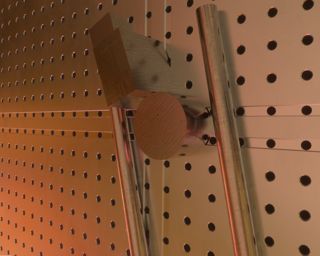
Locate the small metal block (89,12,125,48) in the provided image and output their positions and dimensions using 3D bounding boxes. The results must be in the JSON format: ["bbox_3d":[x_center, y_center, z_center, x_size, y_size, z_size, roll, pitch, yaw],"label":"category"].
[{"bbox_3d":[-0.078,-0.138,0.471,0.050,0.025,0.050,-26,74,36],"label":"small metal block"}]

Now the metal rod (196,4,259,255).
[{"bbox_3d":[0.075,0.008,0.346,0.025,0.025,0.298,-13,82,39],"label":"metal rod"}]

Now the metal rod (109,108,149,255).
[{"bbox_3d":[-0.043,0.086,0.442,0.025,0.025,0.298,-16,80,38],"label":"metal rod"}]

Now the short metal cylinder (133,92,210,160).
[{"bbox_3d":[0.014,-0.003,0.380,0.080,0.050,0.079,0,90,39],"label":"short metal cylinder"}]

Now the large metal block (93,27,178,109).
[{"bbox_3d":[-0.030,-0.071,0.396,0.050,0.081,0.080,-26,74,37],"label":"large metal block"}]
